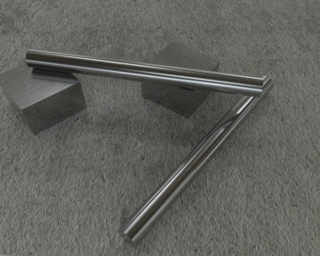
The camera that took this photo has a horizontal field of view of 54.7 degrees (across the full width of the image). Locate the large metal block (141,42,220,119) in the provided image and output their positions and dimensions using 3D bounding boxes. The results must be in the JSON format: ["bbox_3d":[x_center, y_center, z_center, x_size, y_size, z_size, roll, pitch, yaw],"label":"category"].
[{"bbox_3d":[0.029,-0.071,0.447,0.080,0.050,0.080,27,55,20],"label":"large metal block"}]

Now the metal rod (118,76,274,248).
[{"bbox_3d":[0.062,0.022,0.385,0.025,0.025,0.301,32,57,24],"label":"metal rod"}]

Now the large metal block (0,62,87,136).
[{"bbox_3d":[-0.161,-0.049,0.426,0.081,0.050,0.080,-32,58,-25],"label":"large metal block"}]

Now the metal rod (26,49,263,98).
[{"bbox_3d":[-0.024,-0.072,0.397,0.302,0.025,0.025,8,51,6],"label":"metal rod"}]
